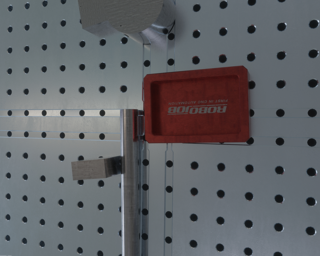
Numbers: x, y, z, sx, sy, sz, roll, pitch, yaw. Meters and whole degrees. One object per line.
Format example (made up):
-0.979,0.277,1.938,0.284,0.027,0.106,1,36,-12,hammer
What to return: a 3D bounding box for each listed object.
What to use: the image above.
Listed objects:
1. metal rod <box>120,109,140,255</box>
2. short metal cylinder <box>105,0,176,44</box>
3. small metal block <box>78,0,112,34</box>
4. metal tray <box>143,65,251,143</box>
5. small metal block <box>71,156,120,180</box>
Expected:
-0.041,0.124,0.426,0.025,0.025,0.298,-1,90,20,metal rod
-0.025,-0.157,0.408,0.080,0.050,0.080,0,90,20,short metal cylinder
-0.087,-0.170,0.443,0.050,0.025,0.050,-11,86,19,small metal block
0.046,-0.027,0.393,0.130,0.030,0.089,-2,89,20,metal tray
-0.086,0.055,0.429,0.050,0.050,0.025,-7,88,20,small metal block
